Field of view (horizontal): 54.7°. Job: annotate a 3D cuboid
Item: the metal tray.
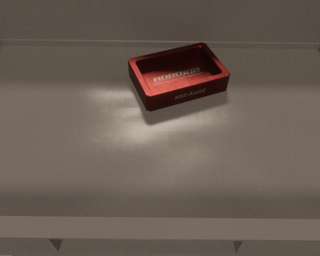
[{"bbox_3d":[0.027,-0.081,0.470,0.131,0.030,0.090,-16,52,-14],"label":"metal tray"}]
